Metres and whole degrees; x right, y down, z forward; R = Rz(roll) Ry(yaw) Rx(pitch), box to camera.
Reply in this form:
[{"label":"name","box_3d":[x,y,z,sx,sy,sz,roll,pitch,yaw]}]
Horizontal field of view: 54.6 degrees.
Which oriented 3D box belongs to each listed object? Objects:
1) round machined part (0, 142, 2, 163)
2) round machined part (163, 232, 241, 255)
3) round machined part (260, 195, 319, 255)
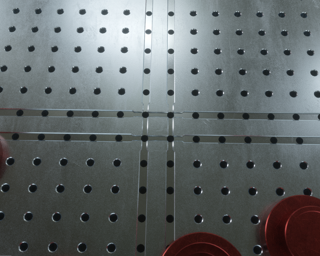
[{"label":"round machined part","box_3d":[-0.258,0.033,0.389,0.099,0.042,0.098,0,70,0]},{"label":"round machined part","box_3d":[0.045,0.167,0.342,0.099,0.042,0.098,0,70,0]},{"label":"round machined part","box_3d":[0.171,0.126,0.358,0.099,0.042,0.098,0,70,0]}]
